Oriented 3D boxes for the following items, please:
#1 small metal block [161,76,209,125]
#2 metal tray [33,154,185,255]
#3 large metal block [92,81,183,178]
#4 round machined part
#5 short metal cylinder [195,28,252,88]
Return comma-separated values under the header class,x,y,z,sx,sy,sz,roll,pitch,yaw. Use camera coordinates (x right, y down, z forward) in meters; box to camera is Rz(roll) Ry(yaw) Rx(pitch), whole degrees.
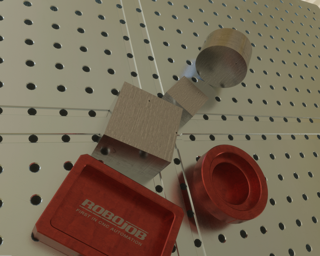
class,x,y,z,sx,sy,sz,roll,pitch,yaw
small metal block,0.036,-0.041,0.452,0.050,0.025,0.050,43,51,1
metal tray,-0.048,0.097,0.319,0.130,0.030,0.090,32,52,-8
large metal block,-0.025,0.003,0.377,0.080,0.050,0.080,24,53,-13
round machined part,0.085,0.074,0.398,0.099,0.042,0.098,14,56,-21
short metal cylinder,0.102,-0.111,0.495,0.080,0.080,0.050,31,52,-8
